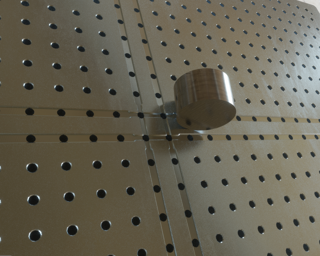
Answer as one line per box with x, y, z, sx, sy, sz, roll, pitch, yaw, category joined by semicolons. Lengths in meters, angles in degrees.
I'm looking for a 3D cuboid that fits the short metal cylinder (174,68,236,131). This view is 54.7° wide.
0.061;-0.038;0.431;0.081;0.080;0.050;11;57;-23;short metal cylinder
